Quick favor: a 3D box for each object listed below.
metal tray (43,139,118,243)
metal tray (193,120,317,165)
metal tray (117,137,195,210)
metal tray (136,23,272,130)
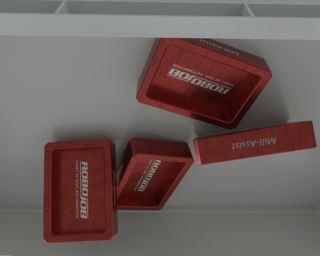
[{"bbox_3d":[-0.106,0.083,0.416,0.091,0.129,0.030,-4,170,3],"label":"metal tray"},{"bbox_3d":[0.109,0.017,0.383,0.131,0.090,0.030,-10,88,8],"label":"metal tray"},{"bbox_3d":[-0.019,0.072,0.453,0.091,0.030,0.129,8,131,-24],"label":"metal tray"},{"bbox_3d":[0.048,-0.055,0.359,0.131,0.030,0.089,16,128,-14],"label":"metal tray"}]
